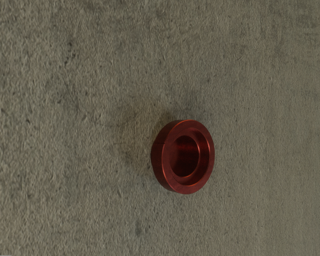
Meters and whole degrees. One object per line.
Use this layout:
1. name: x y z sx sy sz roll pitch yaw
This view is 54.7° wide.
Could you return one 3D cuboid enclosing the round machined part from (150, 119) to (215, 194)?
1. round machined part: 0.026 0.037 0.419 0.099 0.042 0.097 0 90 -40
